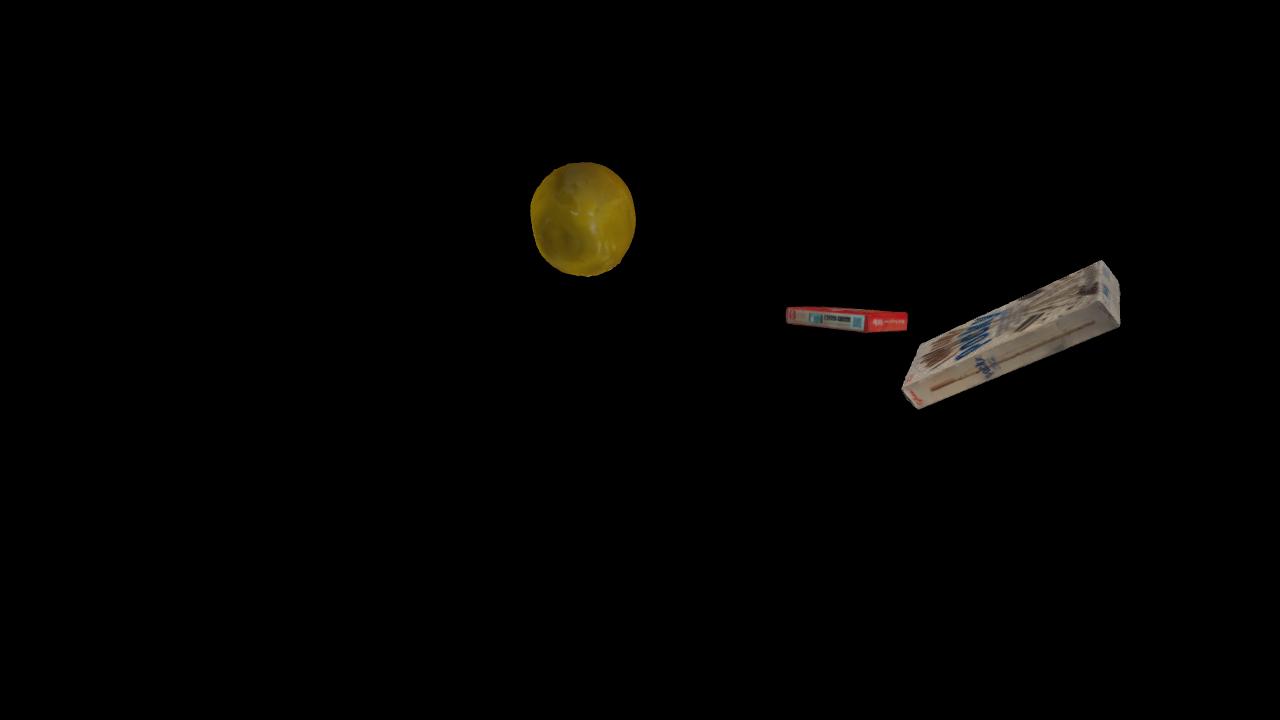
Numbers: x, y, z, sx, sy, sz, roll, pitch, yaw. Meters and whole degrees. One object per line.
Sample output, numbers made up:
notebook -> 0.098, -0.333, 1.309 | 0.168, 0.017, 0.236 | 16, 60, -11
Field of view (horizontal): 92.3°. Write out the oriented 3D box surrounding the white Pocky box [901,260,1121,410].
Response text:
white Pocky box -> 0.289, -0.017, 0.488 | 0.154, 0.028, 0.084 | -36, 4, 45

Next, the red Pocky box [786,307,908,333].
red Pocky box -> 0.293, -0.060, 0.882 | 0.083, 0.028, 0.155 | -3, 9, -30

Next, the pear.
pear -> -0.031, -0.114, 0.454 | 0.080, 0.080, 0.111 | 0, 40, 26
